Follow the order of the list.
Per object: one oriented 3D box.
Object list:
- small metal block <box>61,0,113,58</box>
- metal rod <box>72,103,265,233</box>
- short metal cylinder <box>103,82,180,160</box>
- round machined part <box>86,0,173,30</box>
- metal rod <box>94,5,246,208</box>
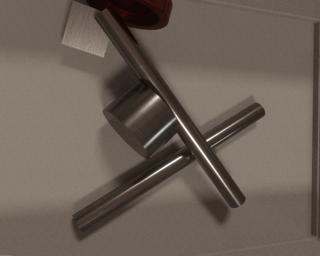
[{"bbox_3d":[-0.086,-0.118,0.371,0.050,0.025,0.050,15,104,-20],"label":"small metal block"},{"bbox_3d":[0.025,0.044,0.420,0.302,0.025,0.025,-30,100,-18],"label":"metal rod"},{"bbox_3d":[-0.023,-0.008,0.374,0.050,0.080,0.080,-44,104,-15],"label":"short metal cylinder"},{"bbox_3d":[-0.033,-0.155,0.359,0.099,0.098,0.042,15,88,-20],"label":"round machined part"},{"bbox_3d":[0.022,-0.014,0.388,0.025,0.025,0.299,-41,107,-16],"label":"metal rod"}]
